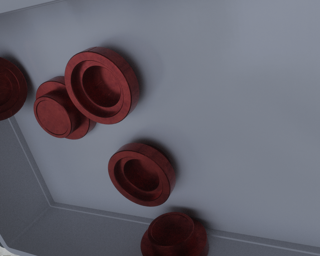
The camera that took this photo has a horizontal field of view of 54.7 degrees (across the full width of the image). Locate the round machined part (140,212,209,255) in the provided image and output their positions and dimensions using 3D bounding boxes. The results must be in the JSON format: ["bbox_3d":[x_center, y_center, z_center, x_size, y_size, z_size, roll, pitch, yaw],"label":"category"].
[{"bbox_3d":[0.019,0.161,0.451,0.098,0.098,0.042,1,118,28],"label":"round machined part"}]

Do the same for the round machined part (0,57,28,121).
[{"bbox_3d":[-0.257,-0.060,0.472,0.042,0.099,0.098,18,135,63],"label":"round machined part"}]

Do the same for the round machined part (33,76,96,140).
[{"bbox_3d":[-0.146,-0.024,0.460,0.098,0.042,0.097,13,124,21],"label":"round machined part"}]

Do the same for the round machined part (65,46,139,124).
[{"bbox_3d":[-0.070,-0.057,0.399,0.098,0.042,0.097,13,124,21],"label":"round machined part"}]

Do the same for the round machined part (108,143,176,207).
[{"bbox_3d":[-0.022,0.062,0.448,0.098,0.042,0.097,13,124,21],"label":"round machined part"}]
